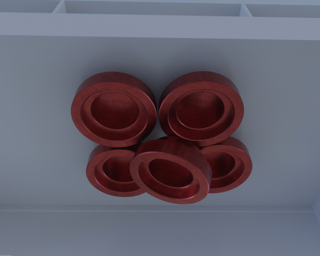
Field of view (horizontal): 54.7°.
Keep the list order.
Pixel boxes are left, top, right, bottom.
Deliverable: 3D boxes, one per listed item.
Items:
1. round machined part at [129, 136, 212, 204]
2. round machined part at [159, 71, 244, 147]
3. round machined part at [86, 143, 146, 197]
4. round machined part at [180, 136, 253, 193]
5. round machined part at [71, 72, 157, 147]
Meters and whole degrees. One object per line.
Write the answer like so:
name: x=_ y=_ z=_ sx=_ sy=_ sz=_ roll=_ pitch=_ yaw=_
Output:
round machined part: x=0.016 y=0.048 z=0.381 sx=0.098 sy=0.042 sz=0.097 roll=13 pitch=137 yaw=13
round machined part: x=0.047 y=-0.026 z=0.374 sx=0.099 sy=0.042 sz=0.097 roll=-1 pitch=130 yaw=0
round machined part: x=-0.052 y=0.051 z=0.439 sx=0.099 sy=0.042 sz=0.097 roll=-1 pitch=130 yaw=0
round machined part: x=0.076 y=0.045 z=0.435 sx=0.099 sy=0.042 sz=0.097 roll=-1 pitch=130 yaw=0
round machined part: x=-0.053 y=-0.026 z=0.373 sx=0.099 sy=0.042 sz=0.097 roll=-1 pitch=130 yaw=0
